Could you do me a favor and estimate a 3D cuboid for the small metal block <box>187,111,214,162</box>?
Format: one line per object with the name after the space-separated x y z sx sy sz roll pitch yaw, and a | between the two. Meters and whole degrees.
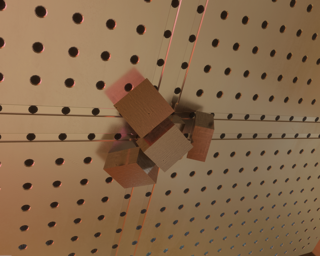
0.056 0.011 0.428 0.025 0.050 0.050 13 116 2 | small metal block

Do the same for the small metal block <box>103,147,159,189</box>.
-0.037 0.053 0.407 0.050 0.025 0.050 -14 135 26 | small metal block

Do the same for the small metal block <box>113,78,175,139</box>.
-0.019 -0.023 0.370 0.050 0.025 0.050 -40 94 -1 | small metal block

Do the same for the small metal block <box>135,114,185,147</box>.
0.000 0.009 0.416 0.050 0.025 0.050 1 120 -29 | small metal block

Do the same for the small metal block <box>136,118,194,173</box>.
0.007 0.021 0.394 0.050 0.025 0.050 -42 130 0 | small metal block
